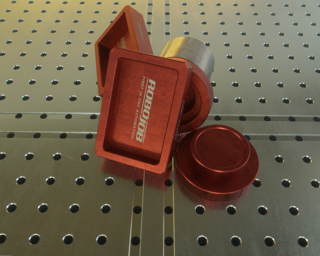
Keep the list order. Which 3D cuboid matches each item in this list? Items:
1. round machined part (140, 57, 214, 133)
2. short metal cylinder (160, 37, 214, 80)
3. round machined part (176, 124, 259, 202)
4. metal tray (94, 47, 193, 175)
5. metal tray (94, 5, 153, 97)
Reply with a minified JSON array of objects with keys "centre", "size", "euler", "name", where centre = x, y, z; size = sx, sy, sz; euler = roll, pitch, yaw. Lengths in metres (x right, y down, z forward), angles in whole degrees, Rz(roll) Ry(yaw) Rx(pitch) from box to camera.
[{"centre":[0.021,-0.045,0.401],"size":[0.098,0.097,0.042],"euler":[16,36,13],"name":"round machined part"},{"centre":[0.033,-0.081,0.439],"size":[0.080,0.080,0.050],"euler":[14,50,11],"name":"short metal cylinder"},{"centre":[0.069,0.034,0.369],"size":[0.099,0.042,0.098],"euler":[0,50,0],"name":"round machined part"},{"centre":[-0.021,-0.020,0.361],"size":[0.090,0.129,0.030],"euler":[15,14,11],"name":"metal tray"},{"centre":[-0.057,-0.111,0.460],"size":[0.030,0.090,0.130],"euler":[25,37,-37],"name":"metal tray"}]
